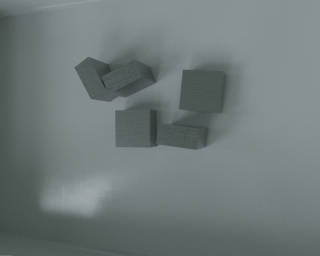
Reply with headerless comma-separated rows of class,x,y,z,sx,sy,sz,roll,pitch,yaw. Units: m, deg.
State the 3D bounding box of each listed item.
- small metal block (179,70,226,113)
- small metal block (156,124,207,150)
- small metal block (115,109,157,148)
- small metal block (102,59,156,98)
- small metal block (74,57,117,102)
small metal block,0.054,-0.046,0.391,0.050,0.025,0.050,6,92,19
small metal block,0.029,0.010,0.387,0.050,0.050,0.025,7,93,20
small metal block,-0.032,0.001,0.422,0.050,0.025,0.050,-1,90,20
small metal block,-0.040,-0.064,0.411,0.050,0.050,0.025,-24,82,18
small metal block,-0.083,-0.065,0.426,0.025,0.050,0.050,-32,80,17
